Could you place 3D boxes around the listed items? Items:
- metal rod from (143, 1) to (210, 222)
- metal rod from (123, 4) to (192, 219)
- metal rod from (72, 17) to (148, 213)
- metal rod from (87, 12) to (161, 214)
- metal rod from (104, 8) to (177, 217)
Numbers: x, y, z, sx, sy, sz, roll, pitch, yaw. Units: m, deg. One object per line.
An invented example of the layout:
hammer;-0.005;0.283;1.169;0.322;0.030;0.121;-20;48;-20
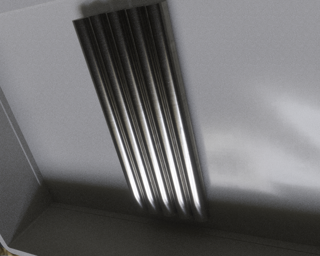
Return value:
metal rod;0.028;-0.002;0.391;0.025;0.025;0.298;0;119;28
metal rod;0.006;-0.002;0.403;0.025;0.025;0.298;0;119;28
metal rod;-0.061;-0.002;0.438;0.025;0.025;0.298;0;119;28
metal rod;-0.040;-0.003;0.426;0.025;0.025;0.298;0;119;28
metal rod;-0.017;-0.003;0.415;0.025;0.025;0.298;0;119;28
